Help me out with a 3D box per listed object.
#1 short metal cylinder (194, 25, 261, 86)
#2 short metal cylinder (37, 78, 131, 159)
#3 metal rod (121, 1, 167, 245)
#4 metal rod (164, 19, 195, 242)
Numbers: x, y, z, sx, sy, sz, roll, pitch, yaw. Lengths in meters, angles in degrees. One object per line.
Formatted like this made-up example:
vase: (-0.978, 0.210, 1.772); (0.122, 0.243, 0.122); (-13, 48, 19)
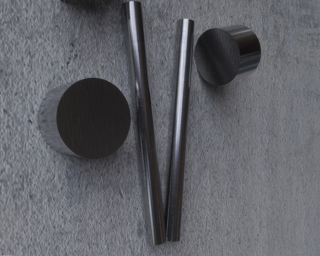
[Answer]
short metal cylinder: (0.097, -0.106, 0.450); (0.050, 0.080, 0.080); (-23, 105, -38)
short metal cylinder: (-0.078, -0.010, 0.323); (0.081, 0.050, 0.080); (0, 90, -40)
metal rod: (-0.019, -0.002, 0.388); (0.025, 0.025, 0.298); (-10, 97, -40)
metal rod: (0.026, 0.001, 0.425); (0.025, 0.025, 0.298); (7, 86, -40)
